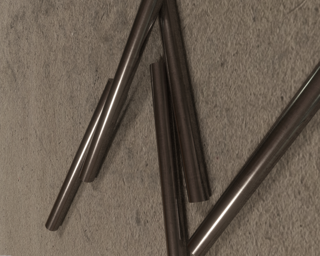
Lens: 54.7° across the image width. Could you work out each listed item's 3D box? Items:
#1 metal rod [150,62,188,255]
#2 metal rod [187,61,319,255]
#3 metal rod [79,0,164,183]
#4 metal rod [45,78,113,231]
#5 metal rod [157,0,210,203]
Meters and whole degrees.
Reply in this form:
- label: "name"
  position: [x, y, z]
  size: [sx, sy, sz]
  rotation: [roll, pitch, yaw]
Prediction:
- label: "metal rod"
  position: [0.013, 0.066, 0.392]
  size: [0.025, 0.025, 0.298]
  rotation: [-9, 84, 39]
- label: "metal rod"
  position: [0.111, 0.022, 0.312]
  size: [0.025, 0.025, 0.298]
  rotation: [43, 116, 31]
- label: "metal rod"
  position: [-0.061, -0.042, 0.435]
  size: [0.025, 0.025, 0.298]
  rotation: [42, 120, 31]
- label: "metal rod"
  position: [-0.130, 0.055, 0.509]
  size: [0.025, 0.025, 0.298]
  rotation: [42, 115, 31]
- label: "metal rod"
  position: [0.023, -0.060, 0.384]
  size: [0.025, 0.025, 0.298]
  rotation: [-15, 80, 38]
